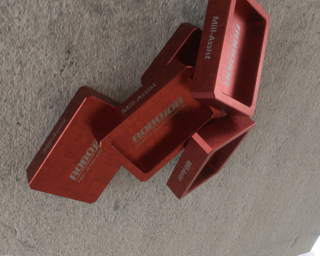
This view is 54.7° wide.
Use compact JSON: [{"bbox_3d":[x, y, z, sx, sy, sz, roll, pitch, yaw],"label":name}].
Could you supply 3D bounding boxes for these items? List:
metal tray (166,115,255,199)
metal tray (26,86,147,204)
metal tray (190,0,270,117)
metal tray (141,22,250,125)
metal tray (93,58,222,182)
[{"bbox_3d":[0.066,0.038,0.422,0.091,0.030,0.129,-27,154,-32],"label":"metal tray"},{"bbox_3d":[-0.086,0.025,0.373,0.090,0.030,0.130,28,103,-38],"label":"metal tray"},{"bbox_3d":[0.084,-0.086,0.356,0.091,0.030,0.129,17,82,-46],"label":"metal tray"},{"bbox_3d":[0.051,-0.059,0.398,0.131,0.030,0.090,30,101,-38],"label":"metal tray"},{"bbox_3d":[0.000,-0.006,0.364,0.130,0.030,0.090,-41,130,0],"label":"metal tray"}]
